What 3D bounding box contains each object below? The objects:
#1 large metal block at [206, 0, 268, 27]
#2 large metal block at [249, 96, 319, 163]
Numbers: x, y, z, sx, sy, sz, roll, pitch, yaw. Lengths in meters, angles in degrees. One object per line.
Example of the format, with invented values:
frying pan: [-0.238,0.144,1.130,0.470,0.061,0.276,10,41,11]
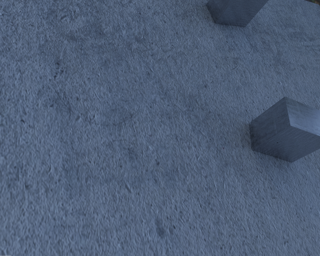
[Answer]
large metal block: [0.151,-0.246,0.600,0.081,0.080,0.050,-5,65,-31]
large metal block: [0.196,0.006,0.470,0.081,0.080,0.050,17,55,-19]
